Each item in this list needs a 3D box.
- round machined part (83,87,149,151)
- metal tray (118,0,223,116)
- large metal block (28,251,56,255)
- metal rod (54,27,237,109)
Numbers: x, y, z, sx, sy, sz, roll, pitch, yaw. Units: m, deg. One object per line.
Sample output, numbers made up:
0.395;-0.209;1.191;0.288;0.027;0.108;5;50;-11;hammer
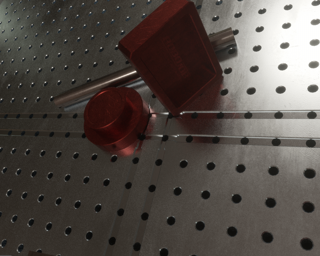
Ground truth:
-0.069;-0.019;0.444;0.098;0.042;0.098;-13;56;20;round machined part
0.019;-0.082;0.380;0.090;0.130;0.030;-42;51;-1;metal tray
-0.101;0.177;0.316;0.050;0.080;0.080;-2;61;27;large metal block
-0.034;-0.087;0.477;0.301;0.025;0.025;-17;55;17;metal rod
